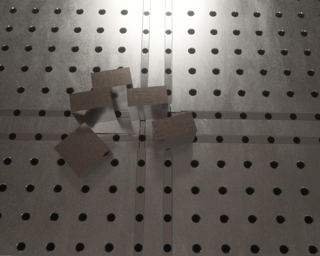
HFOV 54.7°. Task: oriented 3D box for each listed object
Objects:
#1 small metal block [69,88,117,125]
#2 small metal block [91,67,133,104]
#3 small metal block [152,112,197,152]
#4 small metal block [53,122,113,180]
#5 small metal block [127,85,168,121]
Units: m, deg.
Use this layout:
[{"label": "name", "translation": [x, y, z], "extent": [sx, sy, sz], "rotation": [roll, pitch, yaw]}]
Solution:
[{"label": "small metal block", "translation": [-0.086, -0.027, 0.407], "extent": [0.050, 0.050, 0.025], "rotation": [-10, 71, -4]}, {"label": "small metal block", "translation": [-0.062, -0.055, 0.418], "extent": [0.050, 0.050, 0.025], "rotation": [-10, 70, -4]}, {"label": "small metal block", "translation": [0.017, 0.006, 0.397], "extent": [0.050, 0.050, 0.025], "rotation": [-14, 71, -6]}, {"label": "small metal block", "translation": [-0.098, 0.030, 0.400], "extent": [0.050, 0.025, 0.050], "rotation": [-42, 76, -14]}, {"label": "small metal block", "translation": [-0.016, -0.032, 0.410], "extent": [0.050, 0.050, 0.025], "rotation": [-5, 70, -2]}]
